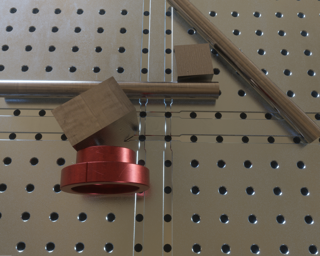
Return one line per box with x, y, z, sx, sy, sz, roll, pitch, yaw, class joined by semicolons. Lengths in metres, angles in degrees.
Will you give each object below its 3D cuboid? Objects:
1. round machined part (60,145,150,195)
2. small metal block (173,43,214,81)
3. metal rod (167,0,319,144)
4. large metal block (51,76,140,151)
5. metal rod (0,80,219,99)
-0.061;0.049;0.354;0.099;0.098;0.042;-2;70;-1;round machined part
0.047;-0.092;0.446;0.050;0.025;0.050;-5;70;-2;small metal block
0.114;-0.097;0.448;0.025;0.025;0.300;-37;74;-13;metal rod
-0.075;-0.007;0.384;0.080;0.080;0.050;-32;74;-11;large metal block
-0.071;-0.053;0.430;0.302;0.025;0.025;0;70;-1;metal rod
